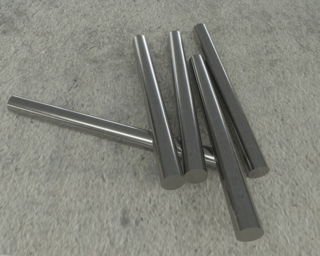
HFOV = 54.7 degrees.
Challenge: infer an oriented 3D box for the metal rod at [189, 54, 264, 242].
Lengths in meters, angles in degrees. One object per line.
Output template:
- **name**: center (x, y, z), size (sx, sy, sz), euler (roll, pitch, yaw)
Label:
- **metal rod**: center (0.069, -0.006, 0.383), size (0.025, 0.025, 0.300), euler (-3, 42, -3)

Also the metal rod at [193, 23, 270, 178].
- **metal rod**: center (0.093, -0.062, 0.456), size (0.025, 0.025, 0.300), euler (-6, 50, -6)

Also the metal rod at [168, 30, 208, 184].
- **metal rod**: center (0.031, -0.054, 0.428), size (0.025, 0.025, 0.300), euler (-1, 44, -2)

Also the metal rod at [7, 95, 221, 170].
- **metal rod**: center (-0.059, 0.004, 0.398), size (0.301, 0.025, 0.025), euler (15, 52, 11)

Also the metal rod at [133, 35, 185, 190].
- **metal rod**: center (-0.011, -0.046, 0.419), size (0.025, 0.025, 0.300), euler (-7, 43, -6)
